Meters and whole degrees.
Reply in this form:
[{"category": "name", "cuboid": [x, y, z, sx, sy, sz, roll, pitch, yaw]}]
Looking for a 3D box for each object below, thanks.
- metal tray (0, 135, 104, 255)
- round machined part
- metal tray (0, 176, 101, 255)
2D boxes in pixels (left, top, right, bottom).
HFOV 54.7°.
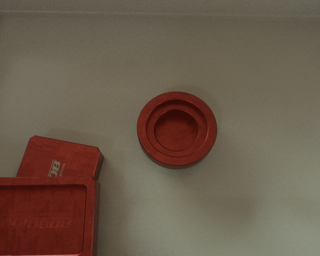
[{"category": "metal tray", "cuboid": [-0.129, 0.081, 0.376, 0.091, 0.030, 0.130, 11, 70, 3]}, {"category": "round machined part", "cuboid": [0.021, 0.006, 0.399, 0.099, 0.042, 0.098, 0, 70, -1]}, {"category": "metal tray", "cuboid": [-0.134, 0.100, 0.336, 0.131, 0.030, 0.090, -1, 70, -1]}]
